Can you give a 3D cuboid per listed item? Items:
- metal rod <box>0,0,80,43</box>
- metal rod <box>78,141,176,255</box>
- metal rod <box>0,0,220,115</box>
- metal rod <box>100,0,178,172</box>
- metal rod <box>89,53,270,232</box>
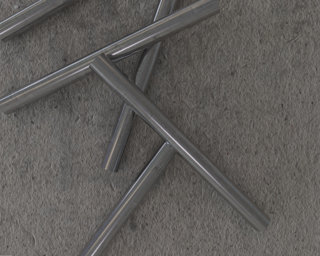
[{"bbox_3d":[-0.081,-0.198,0.408,0.301,0.025,0.025,-30,90,0],"label":"metal rod"},{"bbox_3d":[-0.073,0.141,0.409,0.025,0.025,0.299,37,90,0],"label":"metal rod"},{"bbox_3d":[-0.069,-0.090,0.391,0.301,0.025,0.025,-24,90,7],"label":"metal rod"},{"bbox_3d":[-0.018,-0.087,0.409,0.025,0.025,0.299,19,90,0],"label":"metal rod"},{"bbox_3d":[0.030,0.023,0.389,0.300,0.025,0.025,45,90,-8],"label":"metal rod"}]
